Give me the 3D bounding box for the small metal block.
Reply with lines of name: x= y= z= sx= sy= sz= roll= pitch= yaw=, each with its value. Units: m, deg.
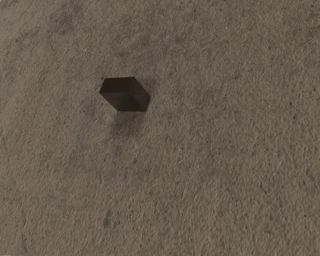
small metal block: x=-0.049 y=-0.047 z=0.441 sx=0.050 sy=0.050 sz=0.025 roll=2 pitch=63 yaw=29
